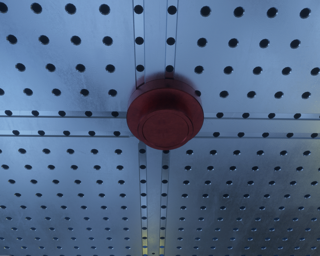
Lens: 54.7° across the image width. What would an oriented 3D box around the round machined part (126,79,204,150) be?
[{"bbox_3d":[0.007,-0.010,0.393,0.099,0.042,0.097,-1,130,0],"label":"round machined part"}]
